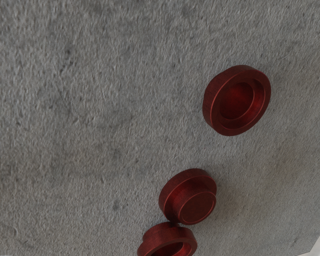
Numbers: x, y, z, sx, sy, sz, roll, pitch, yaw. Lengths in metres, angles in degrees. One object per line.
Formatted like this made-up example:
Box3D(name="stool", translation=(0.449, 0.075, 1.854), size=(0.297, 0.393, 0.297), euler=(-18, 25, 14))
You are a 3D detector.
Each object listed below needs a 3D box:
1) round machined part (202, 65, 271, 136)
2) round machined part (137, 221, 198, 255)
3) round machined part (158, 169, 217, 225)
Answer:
Box3D(name="round machined part", translation=(0.100, -0.041, 0.428), size=(0.099, 0.042, 0.097), euler=(-14, 125, -21))
Box3D(name="round machined part", translation=(0.009, 0.193, 0.515), size=(0.099, 0.042, 0.097), euler=(-13, 133, -14))
Box3D(name="round machined part", translation=(0.051, 0.117, 0.498), size=(0.099, 0.042, 0.097), euler=(-14, 124, -21))
